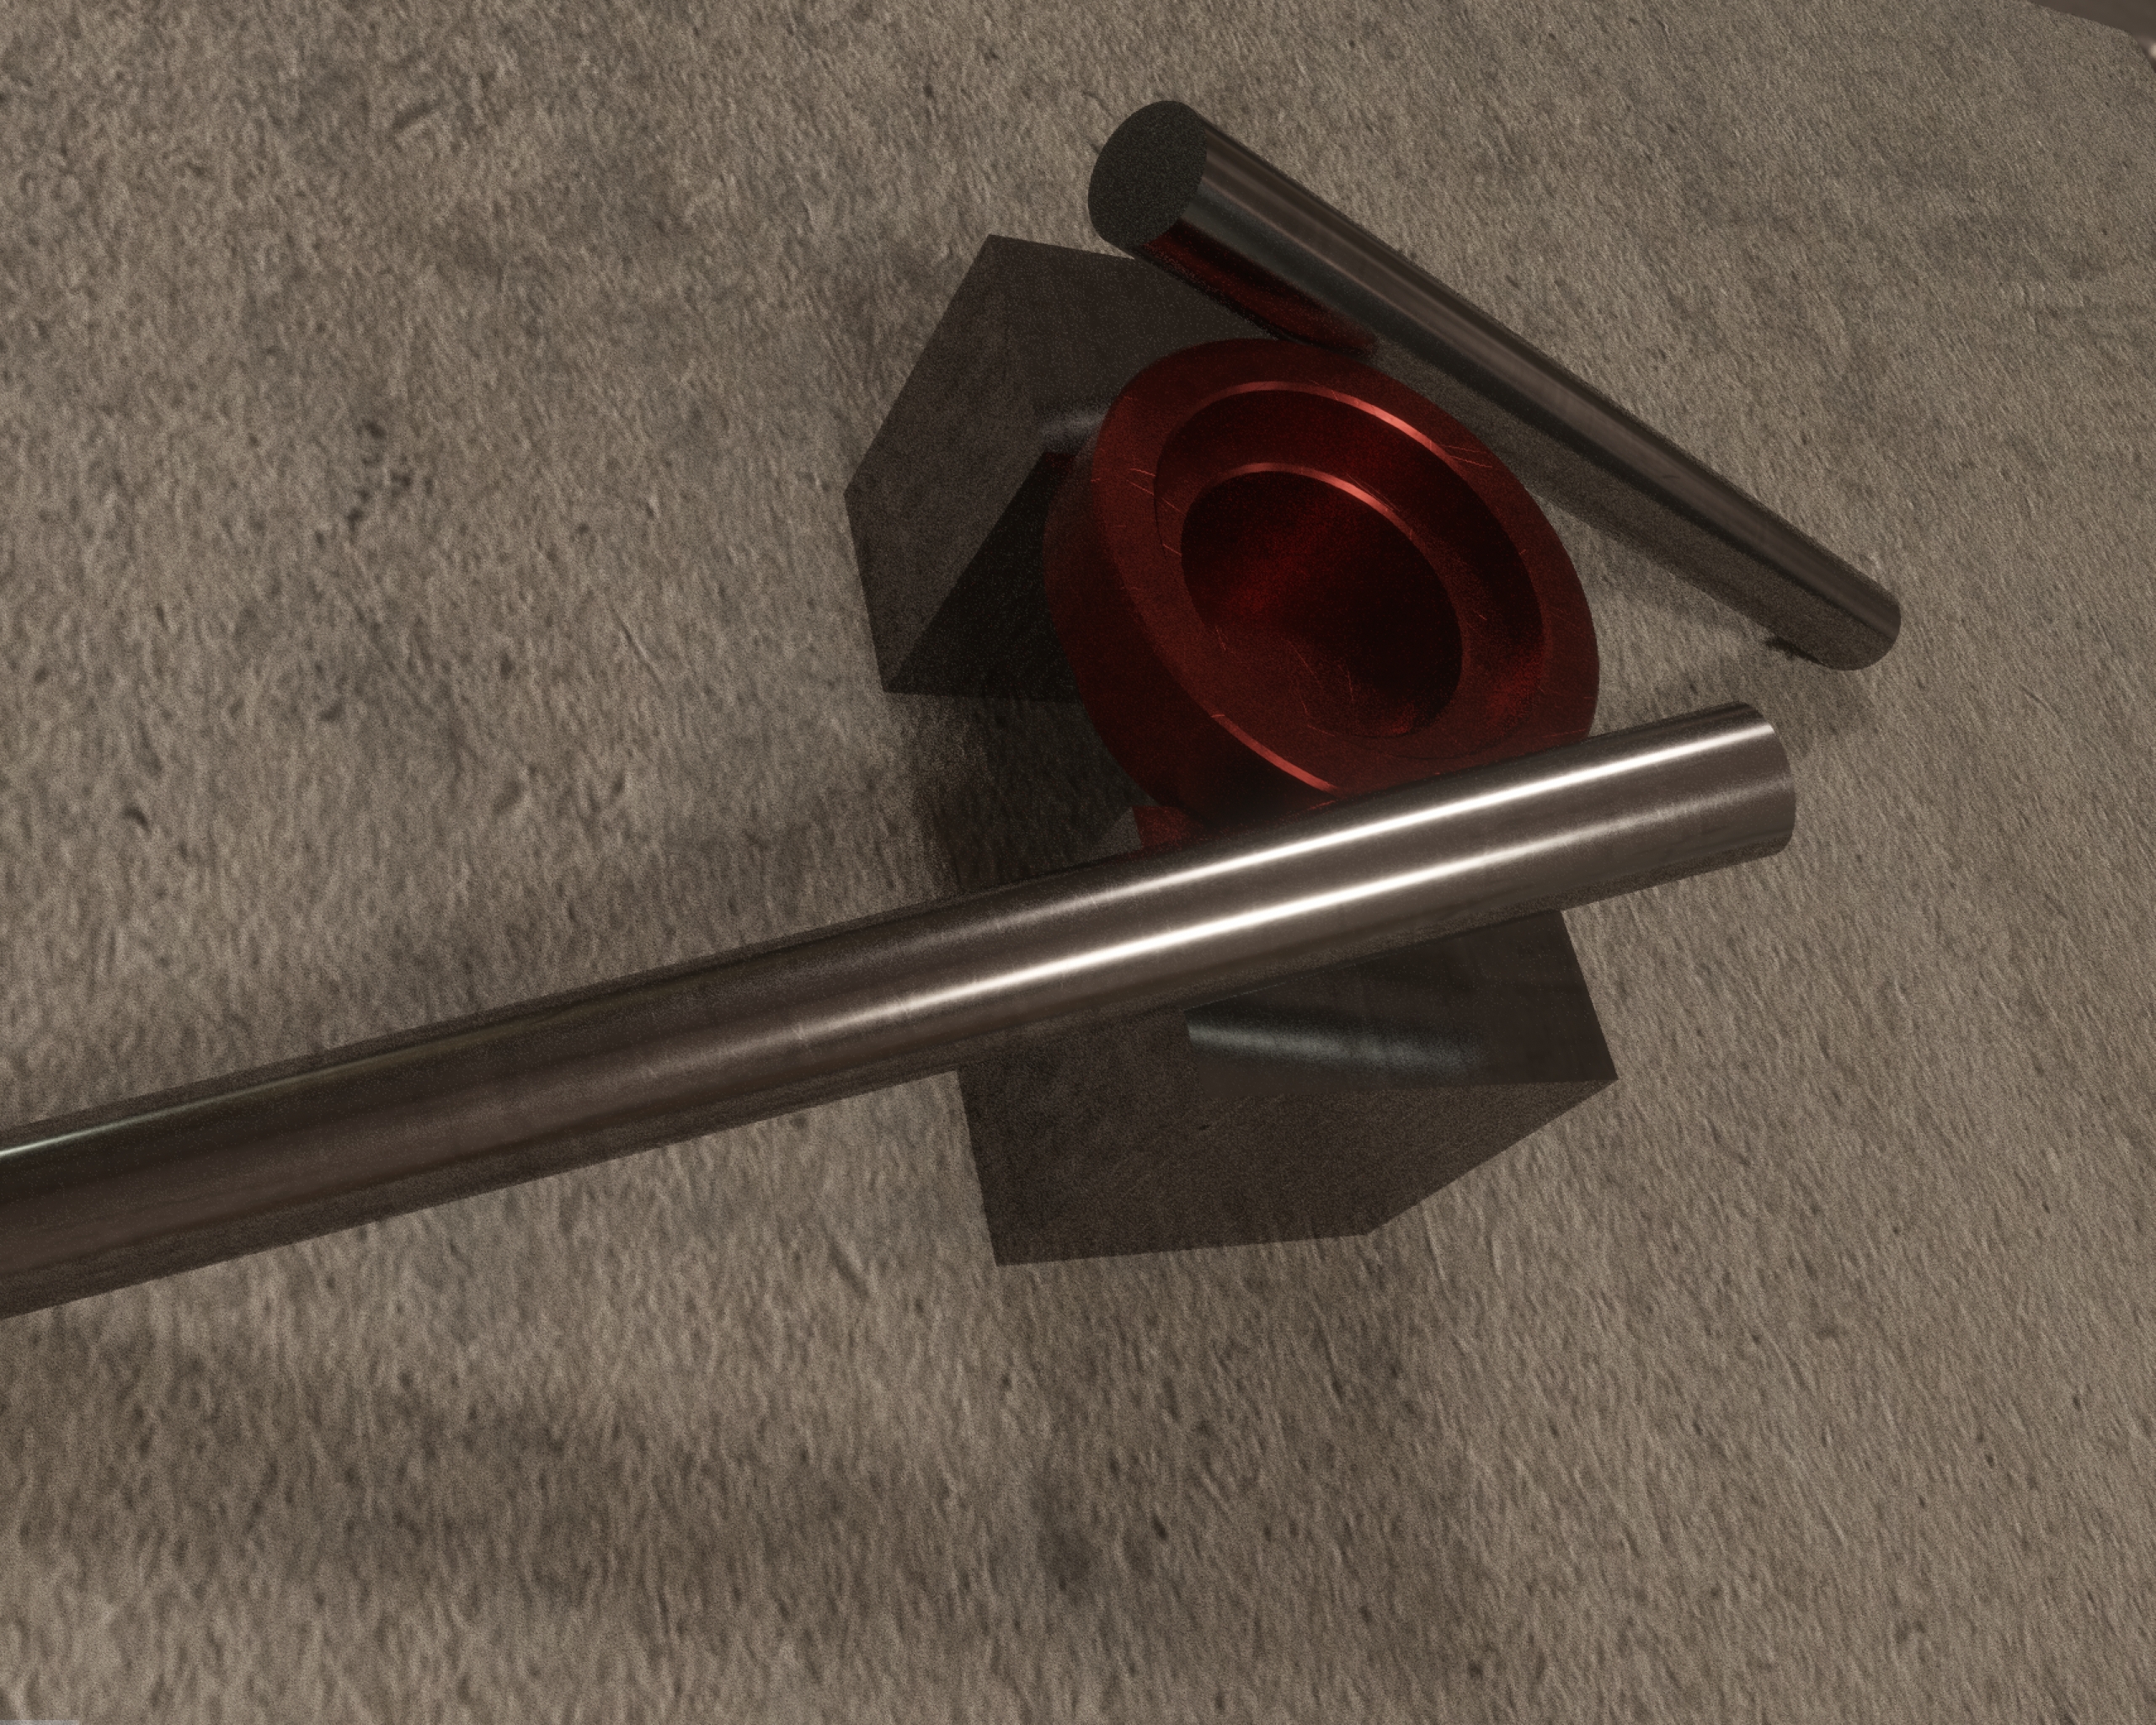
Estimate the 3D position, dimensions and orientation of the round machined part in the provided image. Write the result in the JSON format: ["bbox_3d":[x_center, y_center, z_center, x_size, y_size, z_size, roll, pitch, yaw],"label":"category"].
[{"bbox_3d":[0.038,-0.040,0.366,0.099,0.042,0.098,14,56,-21],"label":"round machined part"}]

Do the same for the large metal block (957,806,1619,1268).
[{"bbox_3d":[0.032,0.032,0.369,0.081,0.080,0.050,1,62,-28],"label":"large metal block"}]

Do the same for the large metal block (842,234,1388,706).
[{"bbox_3d":[0.008,-0.074,0.421,0.081,0.080,0.050,1,62,-28],"label":"large metal block"}]

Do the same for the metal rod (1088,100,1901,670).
[{"bbox_3d":[0.110,-0.088,0.452,0.302,0.025,0.025,14,53,-47],"label":"metal rod"}]

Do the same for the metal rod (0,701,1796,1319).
[{"bbox_3d":[-0.039,0.023,0.300,0.302,0.025,0.025,-14,67,-10],"label":"metal rod"}]
